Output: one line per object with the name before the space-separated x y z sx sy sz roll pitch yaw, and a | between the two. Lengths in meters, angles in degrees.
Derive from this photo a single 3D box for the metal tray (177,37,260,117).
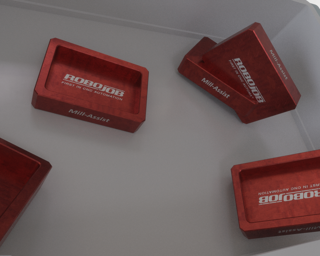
metal tray | 0.104 -0.085 0.495 0.130 0.030 0.090 35 45 4

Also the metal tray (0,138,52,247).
metal tray | -0.150 0.046 0.244 0.090 0.030 0.130 29 14 -11

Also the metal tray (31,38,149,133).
metal tray | -0.082 -0.052 0.390 0.131 0.030 0.090 15 56 -20

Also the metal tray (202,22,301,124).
metal tray | 0.133 -0.075 0.456 0.130 0.090 0.030 55 47 -13

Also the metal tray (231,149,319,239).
metal tray | 0.160 0.080 0.379 0.030 0.130 0.090 57 26 -47
